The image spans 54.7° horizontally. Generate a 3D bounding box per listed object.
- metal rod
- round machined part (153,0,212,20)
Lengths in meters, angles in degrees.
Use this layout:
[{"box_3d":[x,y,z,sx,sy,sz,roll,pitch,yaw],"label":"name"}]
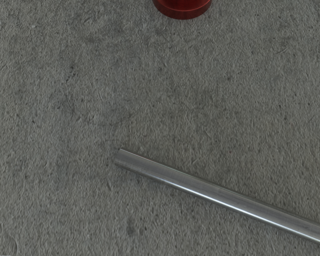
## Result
[{"box_3d":[0.088,0.088,0.376,0.301,0.025,0.025,20,71,7],"label":"metal rod"},{"box_3d":[0.036,-0.221,0.480,0.099,0.042,0.098,0,70,0],"label":"round machined part"}]
